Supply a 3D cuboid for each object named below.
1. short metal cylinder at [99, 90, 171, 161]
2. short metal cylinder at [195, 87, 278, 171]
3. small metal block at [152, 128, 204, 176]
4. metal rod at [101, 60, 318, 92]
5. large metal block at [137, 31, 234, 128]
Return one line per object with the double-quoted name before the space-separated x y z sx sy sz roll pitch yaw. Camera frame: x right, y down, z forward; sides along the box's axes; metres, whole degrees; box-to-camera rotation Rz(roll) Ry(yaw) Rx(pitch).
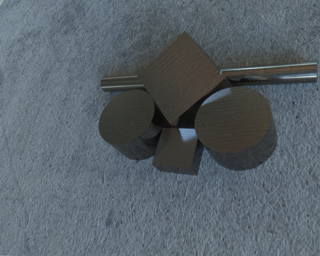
"short metal cylinder" -0.033 -0.004 0.408 0.080 0.050 0.080 -13 56 21
"short metal cylinder" 0.085 0.001 0.344 0.080 0.050 0.080 -13 56 21
"small metal block" 0.024 0.028 0.376 0.050 0.025 0.050 2 63 29
"metal rod" 0.046 -0.067 0.422 0.300 0.025 0.025 1 62 28
"large metal block" 0.032 -0.057 0.384 0.080 0.050 0.080 -41 66 17
